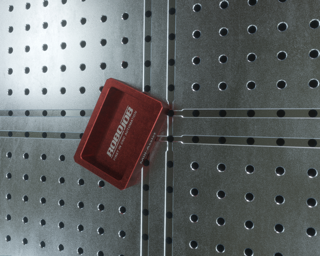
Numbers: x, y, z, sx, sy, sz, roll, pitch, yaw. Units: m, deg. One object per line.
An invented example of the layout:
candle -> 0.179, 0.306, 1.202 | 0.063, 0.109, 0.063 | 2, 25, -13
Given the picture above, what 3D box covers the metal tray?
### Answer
metal tray -> -0.055, 0.007, 0.429 | 0.090, 0.030, 0.129 | 28, 99, 18
